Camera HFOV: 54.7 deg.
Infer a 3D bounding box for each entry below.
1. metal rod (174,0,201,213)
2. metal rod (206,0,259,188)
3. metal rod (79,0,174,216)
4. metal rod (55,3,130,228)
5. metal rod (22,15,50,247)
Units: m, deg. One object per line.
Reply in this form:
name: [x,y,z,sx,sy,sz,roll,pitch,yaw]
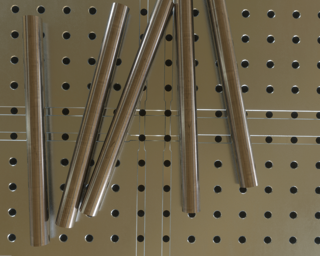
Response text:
metal rod: [0.036,-0.039,0.413,0.025,0.025,0.298,-2,90,-1]
metal rod: [0.093,-0.070,0.414,0.025,0.025,0.298,-10,90,0]
metal rod: [-0.044,-0.028,0.412,0.025,0.025,0.299,20,90,-1]
metal rod: [-0.089,-0.017,0.412,0.025,0.025,0.298,14,90,-1]
metal rod: [-0.164,0.004,0.411,0.025,0.025,0.298,-2,90,-1]
